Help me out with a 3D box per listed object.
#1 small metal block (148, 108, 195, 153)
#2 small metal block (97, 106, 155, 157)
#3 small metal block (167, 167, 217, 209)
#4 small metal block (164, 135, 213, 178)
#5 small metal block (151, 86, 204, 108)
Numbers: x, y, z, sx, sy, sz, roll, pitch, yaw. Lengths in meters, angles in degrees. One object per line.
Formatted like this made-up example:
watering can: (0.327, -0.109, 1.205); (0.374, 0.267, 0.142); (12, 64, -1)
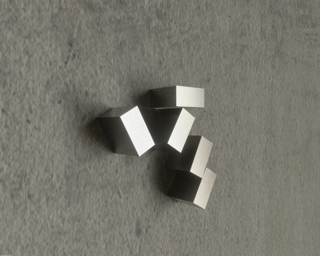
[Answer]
small metal block: (0.011, 0.003, 0.400); (0.025, 0.050, 0.050); (38, 67, -34)
small metal block: (-0.040, 0.003, 0.357); (0.025, 0.050, 0.050); (-37, 113, -34)
small metal block: (0.044, 0.079, 0.428); (0.025, 0.050, 0.050); (37, 67, -35)
small metal block: (0.039, 0.038, 0.423); (0.025, 0.050, 0.050); (33, 70, -36)
small metal block: (0.023, -0.039, 0.410); (0.050, 0.050, 0.025); (-1, 91, -40)
